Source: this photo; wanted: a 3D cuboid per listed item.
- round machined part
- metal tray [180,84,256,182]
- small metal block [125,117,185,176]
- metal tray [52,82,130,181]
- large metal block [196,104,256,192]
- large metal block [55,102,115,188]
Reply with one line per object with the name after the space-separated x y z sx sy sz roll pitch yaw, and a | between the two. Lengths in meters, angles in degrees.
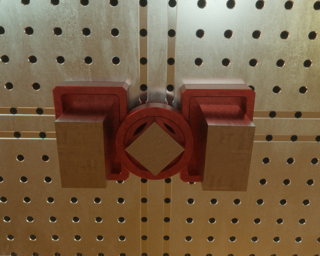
-0.007 0.014 0.400 0.099 0.042 0.097 0 110 0 | round machined part
0.072 0.008 0.413 0.091 0.030 0.129 0 110 0 | metal tray
-0.006 0.021 0.378 0.050 0.025 0.050 43 104 -14 | small metal block
-0.086 0.005 0.411 0.091 0.030 0.129 1 110 -1 | metal tray
0.075 0.021 0.378 0.050 0.080 0.079 1 110 -1 | large metal block
-0.086 0.017 0.375 0.050 0.080 0.079 1 110 0 | large metal block
